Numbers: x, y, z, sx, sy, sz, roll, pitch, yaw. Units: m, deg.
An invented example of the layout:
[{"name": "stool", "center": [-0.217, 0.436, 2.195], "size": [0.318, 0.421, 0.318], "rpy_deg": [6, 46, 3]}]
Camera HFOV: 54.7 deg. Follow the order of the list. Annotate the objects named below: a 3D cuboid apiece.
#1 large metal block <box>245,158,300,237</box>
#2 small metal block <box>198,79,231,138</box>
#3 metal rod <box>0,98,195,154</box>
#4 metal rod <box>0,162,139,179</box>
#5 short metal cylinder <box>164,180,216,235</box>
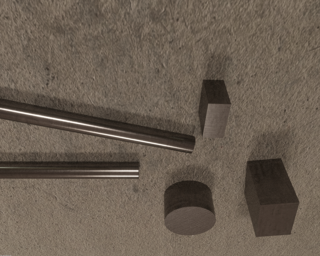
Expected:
[{"name": "large metal block", "center": [0.162, 0.103, 0.462], "size": [0.050, 0.080, 0.080], "rpy_deg": [-6, 130, 4]}, {"name": "small metal block", "center": [0.064, -0.023, 0.372], "size": [0.025, 0.050, 0.050], "rpy_deg": [2, 130, -2]}, {"name": "metal rod", "center": [-0.101, -0.005, 0.401], "size": [0.302, 0.025, 0.025], "rpy_deg": [11, 129, -10]}, {"name": "metal rod", "center": [-0.182, 0.062, 0.457], "size": [0.302, 0.025, 0.025], "rpy_deg": [0, 130, -1]}, {"name": "short metal cylinder", "center": [0.047, 0.130, 0.503], "size": [0.081, 0.050, 0.079], "rpy_deg": [0, 130, 0]}]
